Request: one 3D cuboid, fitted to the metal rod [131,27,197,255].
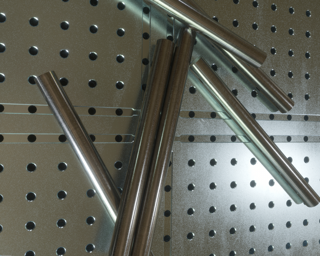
[{"bbox_3d":[0.006,0.012,0.400,0.025,0.025,0.299,16,79,-19],"label":"metal rod"}]

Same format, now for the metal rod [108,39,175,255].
[{"bbox_3d":[-0.023,0.030,0.386,0.025,0.025,0.299,16,78,-19],"label":"metal rod"}]

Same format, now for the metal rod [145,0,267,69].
[{"bbox_3d":[0.009,-0.162,0.398,0.301,0.025,0.025,28,81,-12],"label":"metal rod"}]

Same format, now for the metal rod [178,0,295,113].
[{"bbox_3d":[0.088,-0.124,0.444,0.301,0.025,0.025,39,78,-16],"label":"metal rod"}]

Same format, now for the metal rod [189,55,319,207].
[{"bbox_3d":[0.148,0.013,0.466,0.300,0.025,0.025,47,76,-14],"label":"metal rod"}]

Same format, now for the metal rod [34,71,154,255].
[{"bbox_3d":[-0.070,0.070,0.386,0.025,0.025,0.299,-29,100,-18],"label":"metal rod"}]
